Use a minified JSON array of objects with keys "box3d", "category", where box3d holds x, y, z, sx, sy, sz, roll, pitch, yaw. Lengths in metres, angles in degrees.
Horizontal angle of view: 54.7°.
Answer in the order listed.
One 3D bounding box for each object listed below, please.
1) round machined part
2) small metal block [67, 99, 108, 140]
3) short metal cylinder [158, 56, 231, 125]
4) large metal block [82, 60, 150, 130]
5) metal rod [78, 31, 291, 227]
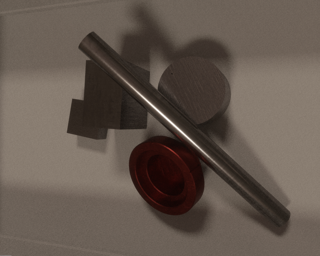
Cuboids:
[{"box3d":[0.012,0.054,0.383,0.098,0.042,0.097,17,121,32],"category":"round machined part"},{"box3d":[-0.102,-0.013,0.445,0.050,0.025,0.050,11,94,19],"category":"small metal block"},{"box3d":[0.043,-0.043,0.381,0.080,0.050,0.079,0,90,19],"category":"short metal cylinder"},{"box3d":[-0.053,-0.040,0.399,0.050,0.080,0.079,4,91,20],"category":"large metal block"},{"box3d":[0.031,0.005,0.348,0.300,0.025,0.025,42,104,-5],"category":"metal rod"}]
